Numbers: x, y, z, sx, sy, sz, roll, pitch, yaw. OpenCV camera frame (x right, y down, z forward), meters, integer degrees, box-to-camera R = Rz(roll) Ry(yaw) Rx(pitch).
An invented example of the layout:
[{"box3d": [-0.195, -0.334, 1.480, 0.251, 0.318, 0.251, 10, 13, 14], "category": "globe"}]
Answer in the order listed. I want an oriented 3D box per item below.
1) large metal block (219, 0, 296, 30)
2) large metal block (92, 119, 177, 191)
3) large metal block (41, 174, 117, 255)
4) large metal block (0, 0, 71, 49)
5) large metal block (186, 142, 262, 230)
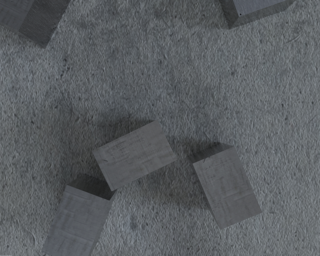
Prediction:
[{"box3d": [0.120, -0.185, 0.398, 0.080, 0.050, 0.080, -20, 90, 0], "category": "large metal block"}, {"box3d": [-0.028, 0.030, 0.382, 0.080, 0.080, 0.050, -26, 90, 0], "category": "large metal block"}, {"box3d": [-0.094, 0.108, 0.382, 0.050, 0.080, 0.080, 21, 90, 0], "category": "large metal block"}, {"box3d": [-0.160, -0.154, 0.381, 0.050, 0.080, 0.080, 27, 90, 0], "category": "large metal block"}, {"box3d": [0.075, 0.066, 0.383, 0.050, 0.080, 0.080, -23, 90, 0], "category": "large metal block"}]
